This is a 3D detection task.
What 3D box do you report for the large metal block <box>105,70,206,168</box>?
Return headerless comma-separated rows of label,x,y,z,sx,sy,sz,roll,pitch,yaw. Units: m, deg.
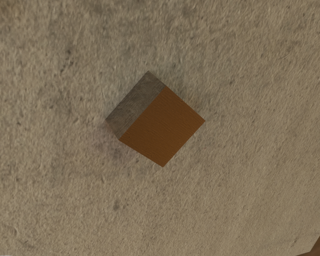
large metal block,-0.005,-0.010,0.383,0.080,0.050,0.080,-48,129,6
